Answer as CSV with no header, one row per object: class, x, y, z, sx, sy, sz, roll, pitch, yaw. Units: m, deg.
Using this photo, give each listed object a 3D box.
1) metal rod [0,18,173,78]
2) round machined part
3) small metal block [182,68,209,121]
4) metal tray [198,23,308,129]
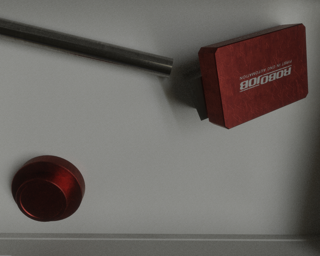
metal rod,-0.133,-0.105,0.370,0.302,0.025,0.025,12,110,-5
round machined part,-0.159,0.091,0.434,0.099,0.042,0.097,0,110,-1
small metal block,0.051,-0.043,0.383,0.025,0.050,0.050,-22,109,7
metal tray,0.112,-0.062,0.358,0.131,0.030,0.089,-20,111,-22
